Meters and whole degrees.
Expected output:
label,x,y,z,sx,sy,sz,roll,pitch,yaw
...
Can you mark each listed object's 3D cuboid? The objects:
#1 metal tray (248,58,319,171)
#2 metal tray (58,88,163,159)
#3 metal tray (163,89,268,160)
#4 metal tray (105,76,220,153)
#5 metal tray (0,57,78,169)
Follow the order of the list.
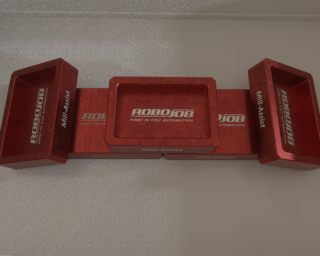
label,x,y,z,sx,sy,sz,roll,pitch,yaw
metal tray,0.161,-0.016,0.392,0.091,0.030,0.130,10,67,-26
metal tray,-0.061,-0.006,0.408,0.131,0.030,0.090,0,70,0
metal tray,0.070,-0.005,0.408,0.131,0.030,0.090,0,70,0
metal tray,0.003,-0.016,0.379,0.131,0.030,0.090,1,69,0
metal tray,-0.154,-0.017,0.392,0.090,0.030,0.130,-9,68,24
